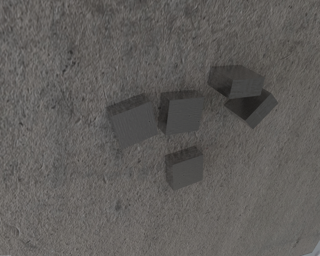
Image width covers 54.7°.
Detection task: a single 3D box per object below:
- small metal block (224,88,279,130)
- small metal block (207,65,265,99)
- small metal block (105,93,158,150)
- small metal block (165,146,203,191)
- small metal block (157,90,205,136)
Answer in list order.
[{"bbox_3d":[0.128,-0.034,0.439,0.050,0.050,0.025,-47,129,5],"label":"small metal block"},{"bbox_3d":[0.099,-0.062,0.406,0.050,0.050,0.025,-8,122,-24],"label":"small metal block"},{"bbox_3d":[-0.034,-0.008,0.383,0.050,0.025,0.050,-23,127,-15],"label":"small metal block"},{"bbox_3d":[0.036,0.060,0.464,0.050,0.025,0.050,-16,125,-19],"label":"small metal block"},{"bbox_3d":[0.027,-0.021,0.408,0.050,0.025,0.050,-8,122,-24],"label":"small metal block"}]
